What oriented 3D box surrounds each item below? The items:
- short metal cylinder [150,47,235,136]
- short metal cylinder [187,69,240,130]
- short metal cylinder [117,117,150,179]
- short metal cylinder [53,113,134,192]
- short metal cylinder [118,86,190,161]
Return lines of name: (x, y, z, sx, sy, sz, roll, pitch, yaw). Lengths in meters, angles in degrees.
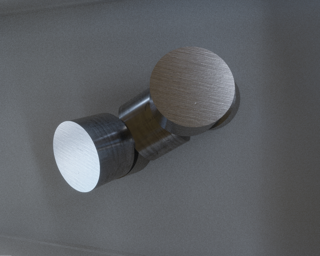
short metal cylinder: (0.030, -0.035, 0.315, 0.081, 0.050, 0.080, 1, 78, -2)
short metal cylinder: (0.054, -0.037, 0.376, 0.080, 0.050, 0.079, 0, 90, 19)
short metal cylinder: (-0.055, 0.025, 0.414, 0.080, 0.050, 0.079, 0, 90, 19)
short metal cylinder: (-0.076, 0.026, 0.353, 0.080, 0.050, 0.079, 12, 110, 37)
short metal cylinder: (-0.006, -0.007, 0.381, 0.050, 0.080, 0.080, -31, 80, 17)
